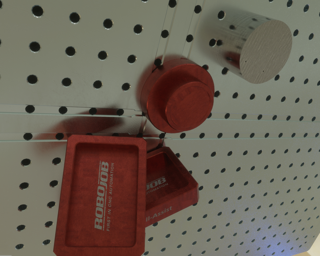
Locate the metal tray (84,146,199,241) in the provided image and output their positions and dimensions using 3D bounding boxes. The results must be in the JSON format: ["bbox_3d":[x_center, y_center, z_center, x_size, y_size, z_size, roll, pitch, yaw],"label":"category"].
[{"bbox_3d":[-0.026,0.082,0.405,0.131,0.090,0.030,-22,131,-16],"label":"metal tray"}]

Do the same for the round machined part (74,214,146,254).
[{"bbox_3d":[-0.069,0.141,0.427,0.099,0.098,0.042,12,77,-34],"label":"round machined part"}]

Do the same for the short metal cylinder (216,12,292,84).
[{"bbox_3d":[0.120,-0.103,0.399,0.081,0.050,0.079,-14,124,-21],"label":"short metal cylinder"}]

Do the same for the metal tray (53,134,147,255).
[{"bbox_3d":[-0.062,0.074,0.347,0.091,0.130,0.030,3,157,-7],"label":"metal tray"}]

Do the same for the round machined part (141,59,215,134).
[{"bbox_3d":[0.029,-0.035,0.396,0.099,0.042,0.097,-14,124,-21],"label":"round machined part"}]
